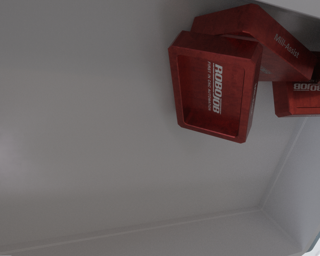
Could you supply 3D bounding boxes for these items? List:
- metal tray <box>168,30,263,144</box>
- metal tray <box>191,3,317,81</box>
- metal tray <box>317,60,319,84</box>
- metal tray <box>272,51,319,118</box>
[{"bbox_3d":[0.062,-0.042,0.356,0.030,0.090,0.129,-60,154,-33],"label":"metal tray"},{"bbox_3d":[0.109,-0.093,0.365,0.131,0.090,0.030,20,85,-36],"label":"metal tray"},{"bbox_3d":[0.254,-0.084,0.379,0.090,0.130,0.030,-3,86,15],"label":"metal tray"},{"bbox_3d":[0.227,-0.063,0.449,0.131,0.030,0.089,-2,85,-18],"label":"metal tray"}]
